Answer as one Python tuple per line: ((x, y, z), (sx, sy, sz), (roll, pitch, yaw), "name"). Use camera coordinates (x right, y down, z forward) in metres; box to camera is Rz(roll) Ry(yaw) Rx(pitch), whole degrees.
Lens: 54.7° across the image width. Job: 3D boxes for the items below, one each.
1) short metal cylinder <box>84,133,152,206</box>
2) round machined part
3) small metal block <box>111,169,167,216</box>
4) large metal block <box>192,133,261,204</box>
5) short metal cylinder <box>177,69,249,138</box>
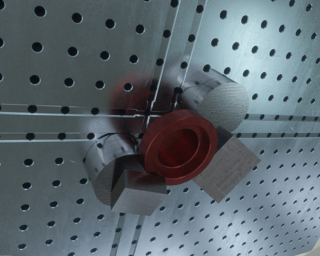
((-0.051, 0.054, 0.400), (0.081, 0.050, 0.079), (-14, 124, -21), "short metal cylinder")
((0.019, 0.020, 0.385), (0.099, 0.042, 0.097), (-14, 124, -21), "round machined part")
((-0.026, 0.077, 0.364), (0.050, 0.025, 0.050), (13, 132, -21), "small metal block")
((0.086, 0.050, 0.445), (0.050, 0.080, 0.080), (43, 95, -5), "large metal block")
((0.070, -0.032, 0.413), (0.081, 0.050, 0.079), (-14, 124, -21), "short metal cylinder")
